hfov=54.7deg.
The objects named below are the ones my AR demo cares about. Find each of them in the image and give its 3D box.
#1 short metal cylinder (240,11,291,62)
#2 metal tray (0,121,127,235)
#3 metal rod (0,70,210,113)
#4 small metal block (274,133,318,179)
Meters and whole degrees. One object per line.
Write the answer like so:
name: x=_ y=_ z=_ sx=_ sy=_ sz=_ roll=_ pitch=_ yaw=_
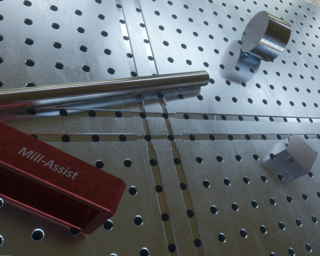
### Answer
short metal cylinder: x=0.198 y=-0.172 z=0.584 sx=0.050 sy=0.080 sz=0.080 roll=18 pitch=55 yaw=-18
metal tray: x=-0.106 y=0.049 z=0.279 sx=0.131 sy=0.090 sz=0.030 roll=28 pitch=52 yaw=-11
metal rod: x=-0.053 y=-0.053 z=0.411 sx=0.303 sy=0.025 sz=0.025 roll=-12 pitch=68 yaw=-33
small metal block: x=0.220 y=0.044 z=0.499 sx=0.050 sy=0.025 sz=0.050 roll=47 pitch=51 yaw=4
